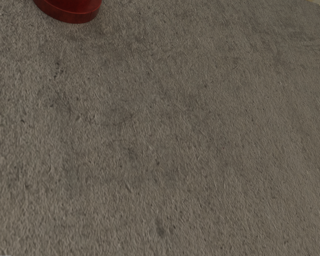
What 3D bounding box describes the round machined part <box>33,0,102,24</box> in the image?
[{"bbox_3d":[-0.131,-0.201,0.445,0.099,0.042,0.098,14,56,-21],"label":"round machined part"}]
